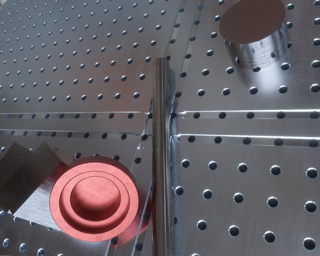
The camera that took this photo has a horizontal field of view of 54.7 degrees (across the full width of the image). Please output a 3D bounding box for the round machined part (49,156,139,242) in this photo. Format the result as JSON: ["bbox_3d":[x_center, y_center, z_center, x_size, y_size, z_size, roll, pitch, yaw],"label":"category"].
[{"bbox_3d":[-0.075,0.079,0.365,0.098,0.098,0.042,-38,15,2],"label":"round machined part"}]

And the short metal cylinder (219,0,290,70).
[{"bbox_3d":[0.123,-0.124,0.403,0.080,0.050,0.080,-13,56,21],"label":"short metal cylinder"}]

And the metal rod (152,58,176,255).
[{"bbox_3d":[0.003,0.030,0.388,0.025,0.025,0.299,-14,56,20],"label":"metal rod"}]

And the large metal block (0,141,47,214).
[{"bbox_3d":[-0.196,0.076,0.449,0.080,0.050,0.080,20,72,35],"label":"large metal block"}]

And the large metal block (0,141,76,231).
[{"bbox_3d":[-0.138,0.076,0.398,0.080,0.080,0.050,-49,51,-6],"label":"large metal block"}]
